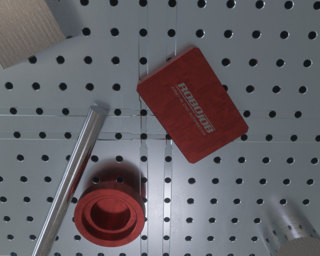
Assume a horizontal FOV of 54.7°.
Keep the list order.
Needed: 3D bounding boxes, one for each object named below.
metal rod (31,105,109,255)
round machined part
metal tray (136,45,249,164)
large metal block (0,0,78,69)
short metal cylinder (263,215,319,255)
[{"bbox_3d":[-0.141,0.104,0.450,0.025,0.025,0.298,23,108,-9],"label":"metal rod"},{"bbox_3d":[-0.070,0.119,0.447,0.099,0.042,0.097,0,110,0],"label":"round machined part"},{"bbox_3d":[0.042,-0.028,0.401,0.090,0.030,0.130,-33,107,11],"label":"metal tray"},{"bbox_3d":[-0.155,-0.124,0.353,0.080,0.050,0.080,-23,109,8],"label":"large metal block"},{"bbox_3d":[0.204,0.180,0.468,0.081,0.050,0.079,0,110,0],"label":"short metal cylinder"}]
